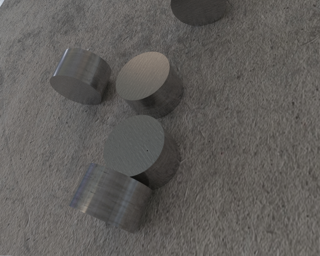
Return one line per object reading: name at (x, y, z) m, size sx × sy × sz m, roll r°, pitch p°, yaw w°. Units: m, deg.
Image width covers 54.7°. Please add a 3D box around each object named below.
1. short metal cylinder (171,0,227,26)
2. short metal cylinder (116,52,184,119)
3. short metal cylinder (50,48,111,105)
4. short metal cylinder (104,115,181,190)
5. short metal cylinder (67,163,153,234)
short metal cylinder at (0.058, -0.200, 0.461) m, size 0.080 × 0.080 × 0.050 m, roll -9°, pitch 58°, yaw 24°
short metal cylinder at (-0.014, -0.059, 0.431) m, size 0.080 × 0.050 × 0.080 m, roll -13°, pitch 56°, yaw 21°
short metal cylinder at (-0.122, -0.078, 0.481) m, size 0.080 × 0.080 × 0.050 m, roll 2°, pitch 63°, yaw 29°
short metal cylinder at (-0.021, 0.031, 0.380) m, size 0.080 × 0.050 × 0.080 m, roll -13°, pitch 56°, yaw 21°
short metal cylinder at (-0.055, 0.079, 0.349) m, size 0.080 × 0.080 × 0.050 m, roll 11°, pitch 68°, yaw 33°
